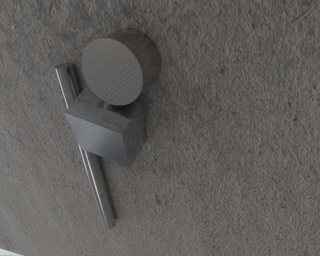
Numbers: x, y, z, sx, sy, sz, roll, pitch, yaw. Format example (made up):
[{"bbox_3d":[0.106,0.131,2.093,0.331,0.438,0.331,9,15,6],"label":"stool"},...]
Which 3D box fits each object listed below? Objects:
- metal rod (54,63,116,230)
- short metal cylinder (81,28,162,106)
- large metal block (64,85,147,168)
[{"bbox_3d":[-0.112,0.045,0.493,0.025,0.025,0.298,6,121,25],"label":"metal rod"},{"bbox_3d":[-0.045,-0.073,0.369,0.080,0.050,0.079,13,124,21],"label":"short metal cylinder"},{"bbox_3d":[-0.068,-0.001,0.410,0.080,0.050,0.080,20,147,16],"label":"large metal block"}]
